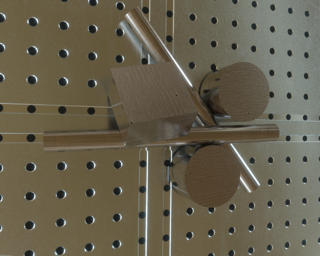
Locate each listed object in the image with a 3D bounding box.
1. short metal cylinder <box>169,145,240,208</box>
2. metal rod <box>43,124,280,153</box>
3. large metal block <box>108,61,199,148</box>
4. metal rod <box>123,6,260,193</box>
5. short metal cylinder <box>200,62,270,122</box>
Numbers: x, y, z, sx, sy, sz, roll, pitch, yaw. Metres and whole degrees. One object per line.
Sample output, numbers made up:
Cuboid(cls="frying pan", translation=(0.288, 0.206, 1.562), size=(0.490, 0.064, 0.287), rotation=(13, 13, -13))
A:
Cuboid(cls="short metal cylinder", translation=(0.059, 0.061, 0.418), size=(0.081, 0.050, 0.079), rotation=(0, 90, -20))
Cuboid(cls="metal rod", translation=(0.013, 0.011, 0.396), size=(0.302, 0.025, 0.025), rotation=(-2, 91, -14))
Cuboid(cls="large metal block", translation=(-0.012, -0.030, 0.372), size=(0.081, 0.050, 0.080), rotation=(-11, 59, -19))
Cuboid(cls="metal rod", translation=(0.050, -0.030, 0.428), size=(0.025, 0.025, 0.299), rotation=(-40, 103, -16))
Cuboid(cls="short metal cylinder", translation=(0.104, -0.048, 0.434), size=(0.081, 0.050, 0.079), rotation=(0, 90, -20))
